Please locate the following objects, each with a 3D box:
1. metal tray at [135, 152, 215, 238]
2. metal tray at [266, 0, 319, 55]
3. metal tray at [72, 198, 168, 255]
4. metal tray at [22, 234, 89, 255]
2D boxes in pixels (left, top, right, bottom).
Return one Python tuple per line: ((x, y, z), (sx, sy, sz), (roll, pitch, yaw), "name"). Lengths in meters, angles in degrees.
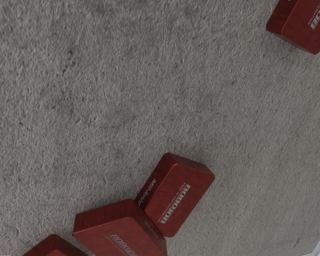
((0.015, 0.107, 0.478), (0.091, 0.030, 0.129), (22, 107, -36), "metal tray")
((0.209, -0.174, 0.410), (0.091, 0.030, 0.129), (13, 112, -34), "metal tray")
((-0.054, 0.161, 0.452), (0.090, 0.030, 0.130), (-20, 130, 11), "metal tray")
((-0.175, 0.220, 0.444), (0.130, 0.030, 0.090), (-37, 129, -4), "metal tray")
